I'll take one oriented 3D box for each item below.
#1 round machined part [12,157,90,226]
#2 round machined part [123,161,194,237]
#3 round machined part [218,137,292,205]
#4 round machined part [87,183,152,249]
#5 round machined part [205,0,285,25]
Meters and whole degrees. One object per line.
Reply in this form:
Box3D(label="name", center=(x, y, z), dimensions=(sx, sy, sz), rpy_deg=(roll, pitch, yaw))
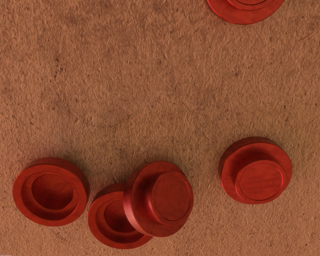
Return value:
Box3D(label="round machined part", center=(-0.146, 0.084, 0.430), dimensions=(0.099, 0.042, 0.097), rpy_deg=(0, 110, 0))
Box3D(label="round machined part", center=(0.005, 0.091, 0.404), dimensions=(0.098, 0.098, 0.042), rpy_deg=(49, 146, -16))
Box3D(label="round machined part", center=(0.133, 0.065, 0.426), dimensions=(0.099, 0.042, 0.097), rpy_deg=(0, 110, 0))
Box3D(label="round machined part", center=(-0.051, 0.121, 0.445), dimensions=(0.099, 0.042, 0.097), rpy_deg=(0, 110, 0))
Box3D(label="round machined part", center=(0.097, -0.165, 0.341), dimensions=(0.099, 0.042, 0.097), rpy_deg=(0, 110, 0))
